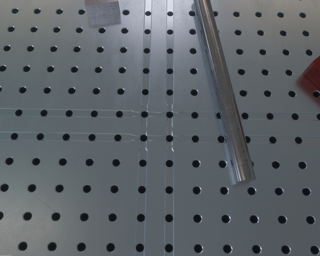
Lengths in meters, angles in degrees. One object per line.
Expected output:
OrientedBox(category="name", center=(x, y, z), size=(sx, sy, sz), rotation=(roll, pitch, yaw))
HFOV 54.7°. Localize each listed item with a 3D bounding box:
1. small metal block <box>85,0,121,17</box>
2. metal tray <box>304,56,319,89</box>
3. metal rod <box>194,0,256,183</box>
OrientedBox(category="small metal block", center=(-0.092, -0.207, 0.487), size=(0.050, 0.025, 0.050), rotation=(-9, 70, -4))
OrientedBox(category="metal tray", center=(0.288, -0.091, 0.444), size=(0.130, 0.030, 0.090), rotation=(-38, 74, -13))
OrientedBox(category="metal rod", center=(0.086, -0.072, 0.438), size=(0.025, 0.025, 0.299), rotation=(-8, 70, -3))
